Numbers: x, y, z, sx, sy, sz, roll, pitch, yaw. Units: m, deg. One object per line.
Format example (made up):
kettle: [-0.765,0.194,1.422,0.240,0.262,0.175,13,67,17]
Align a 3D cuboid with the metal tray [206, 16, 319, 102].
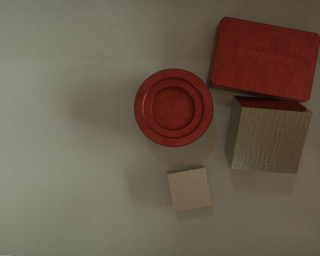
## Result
metal tray: [0.135,-0.088,0.411,0.131,0.030,0.089,10,90,-1]

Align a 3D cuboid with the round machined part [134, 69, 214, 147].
round machined part: [0.017,-0.025,0.403,0.099,0.042,0.097,0,90,-1]

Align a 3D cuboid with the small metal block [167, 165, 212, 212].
small metal block: [0.038,0.080,0.412,0.050,0.025,0.050,-10,90,-1]

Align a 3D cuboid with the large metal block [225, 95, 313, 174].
large metal block: [0.131,0.007,0.388,0.081,0.050,0.079,5,111,-1]
